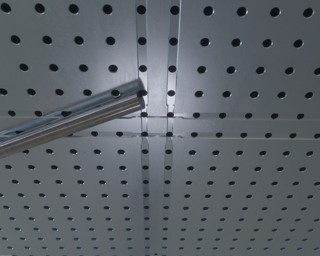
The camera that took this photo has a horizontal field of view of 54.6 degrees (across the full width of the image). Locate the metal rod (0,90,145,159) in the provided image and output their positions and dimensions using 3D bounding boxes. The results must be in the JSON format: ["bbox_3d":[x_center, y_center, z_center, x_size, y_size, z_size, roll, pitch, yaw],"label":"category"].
[{"bbox_3d":[-0.162,0.010,0.418,0.300,0.025,0.025,-18,128,14],"label":"metal rod"}]
